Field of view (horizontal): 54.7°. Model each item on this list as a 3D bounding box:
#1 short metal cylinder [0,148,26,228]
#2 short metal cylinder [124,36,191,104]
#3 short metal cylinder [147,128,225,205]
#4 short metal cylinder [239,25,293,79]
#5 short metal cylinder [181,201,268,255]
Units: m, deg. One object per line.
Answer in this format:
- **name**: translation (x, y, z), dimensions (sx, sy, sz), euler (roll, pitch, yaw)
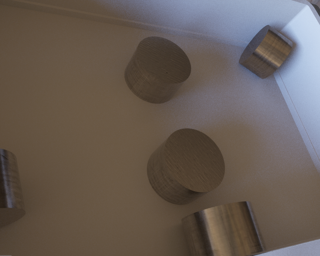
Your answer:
- **short metal cylinder**: translation (-0.157, 0.055, 0.252), dimensions (0.081, 0.080, 0.050), euler (-7, 65, -31)
- **short metal cylinder**: translation (-0.004, -0.081, 0.437), dimensions (0.081, 0.050, 0.080), euler (14, 56, -21)
- **short metal cylinder**: translation (0.031, 0.047, 0.377), dimensions (0.081, 0.050, 0.080), euler (14, 56, -21)
- **short metal cylinder**: translation (0.187, -0.135, 0.553), dimensions (0.050, 0.080, 0.080), euler (33, 51, -7)
- **short metal cylinder**: translation (0.068, 0.116, 0.336), dimensions (0.081, 0.080, 0.050), euler (1, 62, -28)
